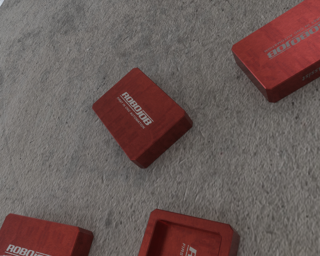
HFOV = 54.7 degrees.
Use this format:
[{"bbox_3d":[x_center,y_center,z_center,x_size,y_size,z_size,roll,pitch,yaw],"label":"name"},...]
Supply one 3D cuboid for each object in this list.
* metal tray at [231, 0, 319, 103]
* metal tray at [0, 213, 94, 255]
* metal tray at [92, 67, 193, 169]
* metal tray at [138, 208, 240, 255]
[{"bbox_3d":[0.166,-0.099,0.374,0.130,0.030,0.090,-31,52,7],"label":"metal tray"},{"bbox_3d":[-0.154,0.161,0.382,0.130,0.030,0.090,0,62,28],"label":"metal tray"},{"bbox_3d":[-0.028,-0.018,0.427,0.090,0.030,0.130,-42,51,-1],"label":"metal tray"},{"bbox_3d":[0.018,0.152,0.297,0.090,0.030,0.130,4,63,30],"label":"metal tray"}]
